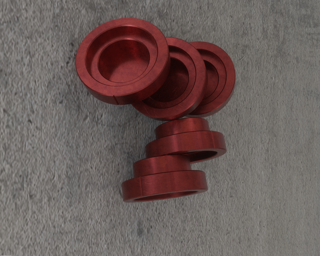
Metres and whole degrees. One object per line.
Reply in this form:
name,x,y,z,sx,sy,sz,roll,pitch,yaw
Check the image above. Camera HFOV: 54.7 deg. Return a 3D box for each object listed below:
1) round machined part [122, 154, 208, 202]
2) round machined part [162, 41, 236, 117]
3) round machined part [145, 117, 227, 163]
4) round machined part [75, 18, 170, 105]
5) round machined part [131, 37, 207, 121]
round machined part,0.004,0.059,0.364,0.099,0.098,0.042,7,68,-40
round machined part,0.050,-0.061,0.411,0.042,0.098,0.098,37,62,-73
round machined part,0.030,0.017,0.386,0.099,0.098,0.042,6,69,-40
round machined part,-0.037,-0.068,0.339,0.042,0.098,0.098,72,39,-66
round machined part,0.009,-0.056,0.376,0.042,0.098,0.098,35,64,-72
